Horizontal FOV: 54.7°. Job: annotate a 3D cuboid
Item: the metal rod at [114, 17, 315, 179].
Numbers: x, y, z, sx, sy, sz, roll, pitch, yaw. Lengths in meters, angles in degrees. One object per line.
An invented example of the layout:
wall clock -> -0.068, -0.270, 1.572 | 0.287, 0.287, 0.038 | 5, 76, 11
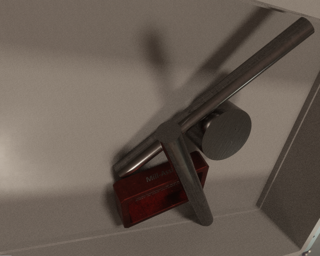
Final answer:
metal rod -> 0.062, -0.033, 0.397 | 0.300, 0.025, 0.025 | -38, 130, 8

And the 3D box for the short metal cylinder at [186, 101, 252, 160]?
short metal cylinder -> 0.081, -0.001, 0.438 | 0.081, 0.050, 0.079 | -14, 124, -21

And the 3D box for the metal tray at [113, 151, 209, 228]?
metal tray -> 0.002, 0.090, 0.447 | 0.131, 0.030, 0.089 | -19, 143, -18

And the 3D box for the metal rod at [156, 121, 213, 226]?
metal rod -> 0.045, 0.082, 0.421 | 0.025, 0.025, 0.299 | -34, 145, -6
